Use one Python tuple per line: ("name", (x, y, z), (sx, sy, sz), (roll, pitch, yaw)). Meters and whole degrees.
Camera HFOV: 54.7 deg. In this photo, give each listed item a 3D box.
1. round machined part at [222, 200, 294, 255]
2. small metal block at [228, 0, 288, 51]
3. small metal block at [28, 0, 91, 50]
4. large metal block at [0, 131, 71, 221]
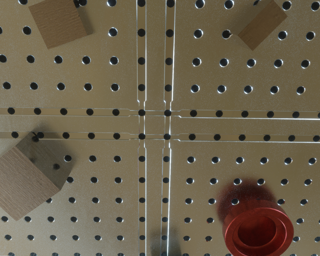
("round machined part", (0.142, 0.148, 0.461), (0.099, 0.042, 0.097), (0, 110, -1))
("small metal block", (0.111, -0.119, 0.358), (0.025, 0.050, 0.050), (41, 105, -14))
("small metal block", (-0.116, -0.126, 0.365), (0.050, 0.025, 0.050), (-18, 109, 6))
("large metal block", (-0.186, 0.065, 0.422), (0.080, 0.050, 0.080), (-35, 107, 11))
